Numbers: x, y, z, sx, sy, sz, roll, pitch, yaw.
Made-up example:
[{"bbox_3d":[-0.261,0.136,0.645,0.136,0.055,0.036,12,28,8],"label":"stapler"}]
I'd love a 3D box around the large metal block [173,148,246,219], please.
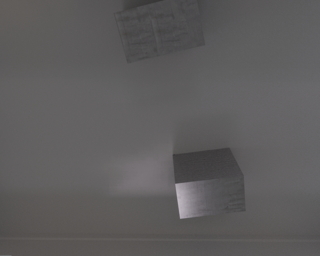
[{"bbox_3d":[0.061,0.070,0.408,0.080,0.080,0.050,-7,110,2],"label":"large metal block"}]

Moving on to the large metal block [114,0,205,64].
[{"bbox_3d":[0.000,-0.111,0.341,0.080,0.080,0.050,-13,110,4],"label":"large metal block"}]
